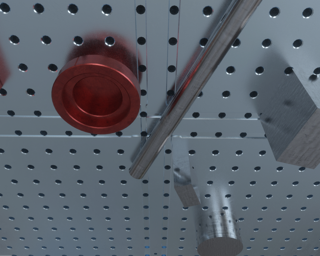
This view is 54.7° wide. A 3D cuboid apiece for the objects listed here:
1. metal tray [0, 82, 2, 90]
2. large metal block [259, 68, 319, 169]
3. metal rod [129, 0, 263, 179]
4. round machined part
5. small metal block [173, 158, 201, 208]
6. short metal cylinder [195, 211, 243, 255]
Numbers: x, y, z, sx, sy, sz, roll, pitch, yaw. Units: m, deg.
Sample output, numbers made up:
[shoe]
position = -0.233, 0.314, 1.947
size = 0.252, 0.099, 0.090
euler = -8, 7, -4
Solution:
[metal tray]
position = -0.261, -0.070, 0.346
size = 0.131, 0.030, 0.089
euler = -2, 130, 1
[large metal block]
position = 0.169, -0.011, 0.367
size = 0.050, 0.080, 0.079
euler = 13, 129, -11
[metal rod]
position = 0.029, -0.035, 0.381
size = 0.025, 0.025, 0.298
euler = 20, 127, -16
[round machined part]
position = -0.072, -0.042, 0.364
size = 0.099, 0.042, 0.097
euler = 0, 130, 0
[small metal block]
position = 0.040, 0.082, 0.466
size = 0.025, 0.050, 0.050
euler = -15, 129, 13
[short metal cylinder]
position = 0.106, 0.196, 0.563
size = 0.081, 0.050, 0.079
euler = 0, 130, 0
